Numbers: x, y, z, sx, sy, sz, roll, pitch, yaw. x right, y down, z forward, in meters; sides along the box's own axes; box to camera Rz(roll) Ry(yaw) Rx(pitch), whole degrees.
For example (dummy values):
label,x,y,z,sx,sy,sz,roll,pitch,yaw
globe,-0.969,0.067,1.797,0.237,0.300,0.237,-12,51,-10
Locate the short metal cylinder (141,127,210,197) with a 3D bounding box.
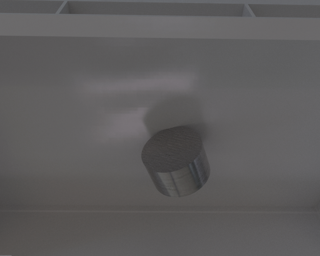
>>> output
label,x,y,z,sx,sy,sz,roll,pitch,yaw
short metal cylinder,0.022,0.044,0.410,0.080,0.080,0.050,-13,129,11
